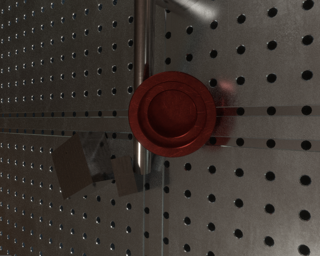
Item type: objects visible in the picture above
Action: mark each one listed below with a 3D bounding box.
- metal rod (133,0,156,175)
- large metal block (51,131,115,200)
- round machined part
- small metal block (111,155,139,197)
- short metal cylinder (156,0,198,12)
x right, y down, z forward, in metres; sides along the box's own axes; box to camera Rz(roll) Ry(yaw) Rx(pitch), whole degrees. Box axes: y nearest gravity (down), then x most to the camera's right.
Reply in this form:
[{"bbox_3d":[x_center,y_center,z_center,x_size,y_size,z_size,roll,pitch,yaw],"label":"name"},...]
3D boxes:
[{"bbox_3d":[-0.020,-0.082,0.380,0.025,0.025,0.298,18,115,38],"label":"metal rod"},{"bbox_3d":[-0.120,0.059,0.489,0.080,0.050,0.080,-33,70,35],"label":"large metal block"},{"bbox_3d":[0.015,-0.018,0.364,0.099,0.042,0.097,1,101,4],"label":"round machined part"},{"bbox_3d":[-0.048,0.067,0.428,0.025,0.050,0.050,-13,79,-5],"label":"small metal block"},{"bbox_3d":[0.013,-0.190,0.381,0.080,0.050,0.079,0,90,39],"label":"short metal cylinder"}]
